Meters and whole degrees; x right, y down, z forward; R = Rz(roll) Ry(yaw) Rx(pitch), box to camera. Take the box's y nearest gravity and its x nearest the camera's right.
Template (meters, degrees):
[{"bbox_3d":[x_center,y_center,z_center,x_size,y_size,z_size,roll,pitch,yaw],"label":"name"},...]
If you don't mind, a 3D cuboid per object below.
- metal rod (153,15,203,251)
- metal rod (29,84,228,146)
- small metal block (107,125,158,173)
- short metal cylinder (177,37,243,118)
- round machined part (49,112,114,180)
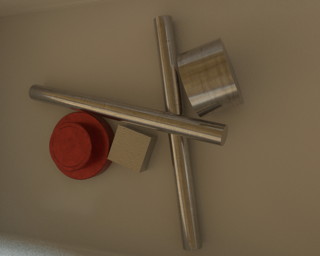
[{"bbox_3d":[0.023,0.004,0.401,0.025,0.025,0.298,-8,87,19],"label":"metal rod"},{"bbox_3d":[-0.059,-0.023,0.412,0.301,0.025,0.025,14,95,25],"label":"metal rod"},{"bbox_3d":[-0.037,0.027,0.423,0.050,0.025,0.050,21,97,18],"label":"small metal block"},{"bbox_3d":[0.060,-0.057,0.360,0.050,0.080,0.080,-19,84,19],"label":"short metal cylinder"},{"bbox_3d":[-0.117,0.025,0.441,0.098,0.042,0.097,0,90,19],"label":"round machined part"}]
